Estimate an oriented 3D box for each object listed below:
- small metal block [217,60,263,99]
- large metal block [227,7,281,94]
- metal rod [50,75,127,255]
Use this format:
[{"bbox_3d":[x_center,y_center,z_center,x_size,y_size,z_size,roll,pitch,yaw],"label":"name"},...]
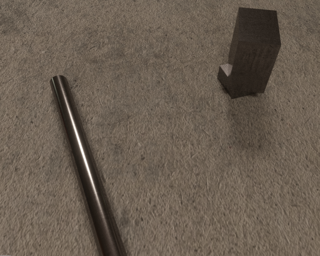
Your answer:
[{"bbox_3d":[0.122,-0.074,0.467,0.050,0.025,0.050,-14,52,-12],"label":"small metal block"},{"bbox_3d":[0.126,-0.107,0.426,0.050,0.080,0.080,8,51,6],"label":"large metal block"},{"bbox_3d":[-0.092,0.038,0.369,0.025,0.025,0.300,-18,52,-15],"label":"metal rod"}]
